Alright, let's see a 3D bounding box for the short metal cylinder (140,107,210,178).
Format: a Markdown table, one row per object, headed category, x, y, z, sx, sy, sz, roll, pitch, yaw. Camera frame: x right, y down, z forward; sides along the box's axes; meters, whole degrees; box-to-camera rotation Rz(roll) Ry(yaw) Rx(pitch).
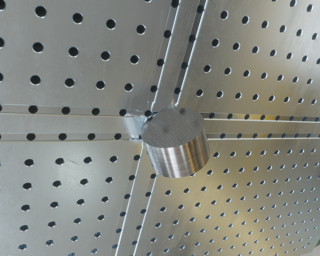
| category | x | y | z | sx | sy | sz | roll | pitch | yaw |
| --- | --- | --- | --- | --- | --- | --- | --- | --- | --- |
| short metal cylinder | 0.020 | 0.017 | 0.396 | 0.080 | 0.080 | 0.050 | -25 | 127 | -13 |
